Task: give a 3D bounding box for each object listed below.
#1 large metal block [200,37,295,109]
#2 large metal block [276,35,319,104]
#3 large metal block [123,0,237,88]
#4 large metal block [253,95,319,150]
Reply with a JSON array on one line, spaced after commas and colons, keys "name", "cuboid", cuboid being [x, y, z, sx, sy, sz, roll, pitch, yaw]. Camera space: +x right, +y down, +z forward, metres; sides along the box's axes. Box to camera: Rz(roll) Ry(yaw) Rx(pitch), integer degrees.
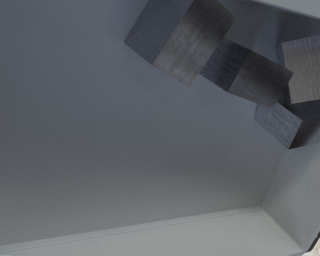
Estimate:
[{"name": "large metal block", "cuboid": [0.100, -0.071, 0.383, 0.081, 0.080, 0.050, 13, 112, -34]}, {"name": "large metal block", "cuboid": [0.207, -0.079, 0.414, 0.080, 0.050, 0.080, -10, 94, 12]}, {"name": "large metal block", "cuboid": [0.016, -0.100, 0.320, 0.050, 0.080, 0.080, 25, 105, -37]}, {"name": "large metal block", "cuboid": [0.206, -0.017, 0.472, 0.081, 0.080, 0.050, -8, 128, -24]}]
